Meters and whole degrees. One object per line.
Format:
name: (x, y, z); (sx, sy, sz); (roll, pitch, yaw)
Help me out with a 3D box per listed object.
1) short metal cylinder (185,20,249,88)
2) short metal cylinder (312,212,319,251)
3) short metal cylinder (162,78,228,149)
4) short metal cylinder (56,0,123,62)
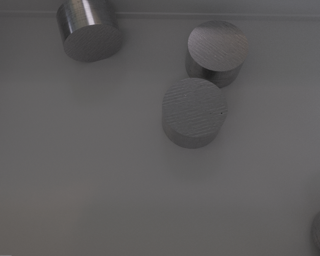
short metal cylinder: (0.077, -0.102, 0.434); (0.081, 0.050, 0.080); (0, 70, 0)
short metal cylinder: (0.220, 0.115, 0.343); (0.081, 0.050, 0.080); (0, 51, 0)
short metal cylinder: (0.043, -0.018, 0.403); (0.081, 0.050, 0.080); (0, 70, 0)
short metal cylinder: (-0.097, -0.136, 0.429); (0.080, 0.080, 0.050); (-16, 71, -6)
